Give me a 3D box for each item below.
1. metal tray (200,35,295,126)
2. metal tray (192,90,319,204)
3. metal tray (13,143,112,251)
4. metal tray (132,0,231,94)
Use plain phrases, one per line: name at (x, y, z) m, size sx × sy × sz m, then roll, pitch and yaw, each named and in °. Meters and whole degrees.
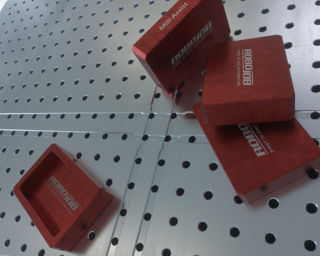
metal tray at (0.099, -0.059, 0.357) m, size 0.090 × 0.030 × 0.130 m, roll -4°, pitch 41°, yaw 18°
metal tray at (0.102, 0.006, 0.348) m, size 0.090 × 0.030 × 0.130 m, roll -30°, pitch 52°, yaw 9°
metal tray at (-0.137, 0.089, 0.423) m, size 0.130 × 0.030 × 0.090 m, roll 33°, pitch 80°, yaw 38°
metal tray at (0.034, -0.119, 0.421) m, size 0.130 × 0.090 × 0.030 m, roll -46°, pitch 55°, yaw -4°
